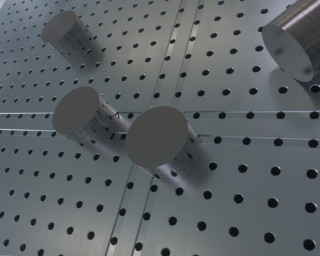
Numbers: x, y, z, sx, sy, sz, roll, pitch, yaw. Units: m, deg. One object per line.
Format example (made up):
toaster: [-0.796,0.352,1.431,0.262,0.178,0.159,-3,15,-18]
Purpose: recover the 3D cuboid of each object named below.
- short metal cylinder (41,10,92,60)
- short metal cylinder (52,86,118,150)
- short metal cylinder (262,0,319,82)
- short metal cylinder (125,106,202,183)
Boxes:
short metal cylinder: [-0.179,-0.178,0.595,0.080,0.050,0.080,-13,56,21]
short metal cylinder: [-0.110,-0.015,0.459,0.080,0.050,0.080,-13,56,21]
short metal cylinder: [0.162,-0.099,0.348,0.050,0.080,0.080,-38,51,3]
short metal cylinder: [0.005,0.020,0.377,0.080,0.050,0.080,-13,56,21]
